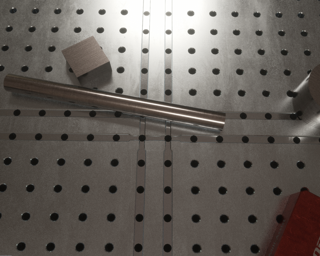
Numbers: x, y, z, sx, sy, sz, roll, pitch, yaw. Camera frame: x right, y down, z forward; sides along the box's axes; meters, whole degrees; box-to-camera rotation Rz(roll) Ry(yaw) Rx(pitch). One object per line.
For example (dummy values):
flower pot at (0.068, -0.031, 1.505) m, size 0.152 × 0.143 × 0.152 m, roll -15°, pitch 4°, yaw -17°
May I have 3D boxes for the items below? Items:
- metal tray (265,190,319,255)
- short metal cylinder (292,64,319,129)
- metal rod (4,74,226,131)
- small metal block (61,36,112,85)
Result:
metal tray at (0.177, 0.150, 0.357) m, size 0.090 × 0.030 × 0.130 m, roll 28°, pitch 72°, yaw 9°
short metal cylinder at (0.229, -0.043, 0.417) m, size 0.081 × 0.050 × 0.080 m, roll 0°, pitch 70°, yaw 0°
metal rod at (-0.063, -0.036, 0.424) m, size 0.302 × 0.025 × 0.025 m, roll 11°, pitch 70°, yaw 3°
small metal block at (-0.105, -0.097, 0.446) m, size 0.050 × 0.025 × 0.050 m, roll -30°, pitch 73°, yaw -11°
